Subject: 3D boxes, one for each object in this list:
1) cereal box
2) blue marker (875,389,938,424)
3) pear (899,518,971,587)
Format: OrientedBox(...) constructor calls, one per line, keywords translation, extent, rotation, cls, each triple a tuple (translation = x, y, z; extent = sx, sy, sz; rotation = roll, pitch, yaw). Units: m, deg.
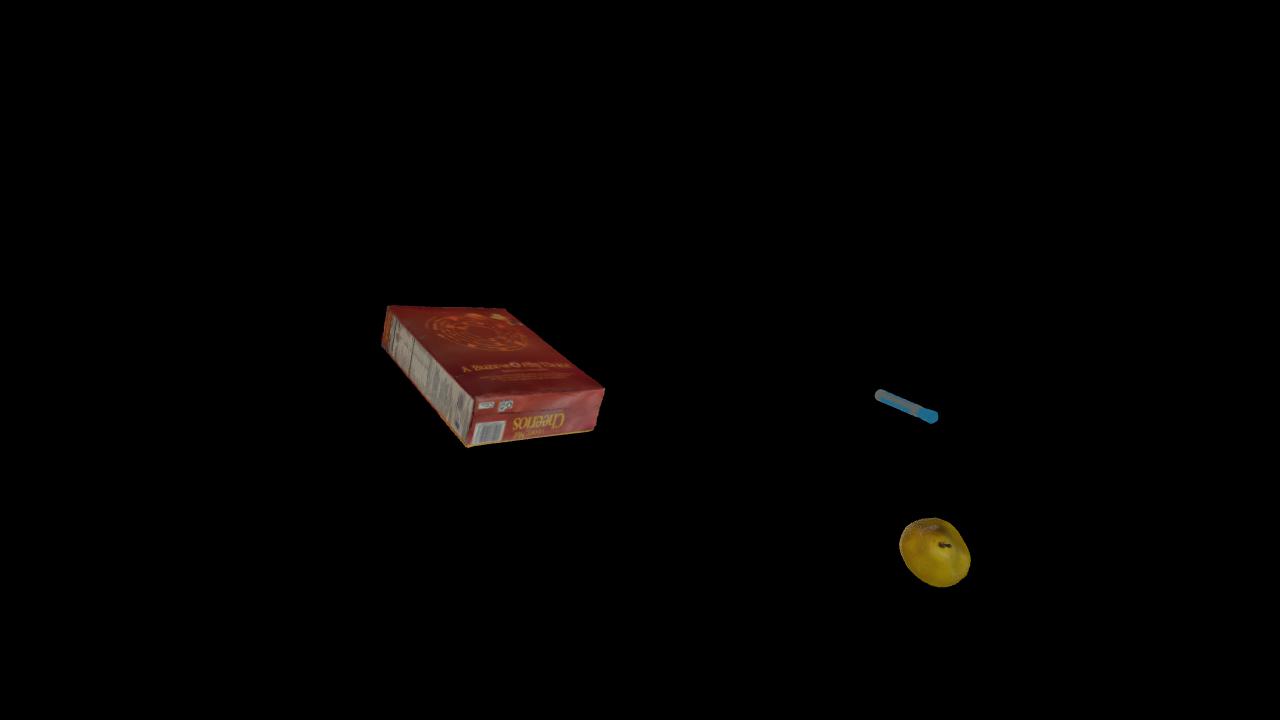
OrientedBox(translation=(-0.221, 0.009, 0.895), extent=(0.203, 0.081, 0.306), rotation=(-2, 26, -43), cls="cereal box")
OrientedBox(translation=(0.390, 0.067, 0.901), extent=(0.020, 0.020, 0.121), rotation=(0, 13, -17), cls="blue marker")
OrientedBox(translation=(0.344, 0.219, 0.720), extent=(0.080, 0.080, 0.111), rotation=(0, -31, 27), cls="pear")
